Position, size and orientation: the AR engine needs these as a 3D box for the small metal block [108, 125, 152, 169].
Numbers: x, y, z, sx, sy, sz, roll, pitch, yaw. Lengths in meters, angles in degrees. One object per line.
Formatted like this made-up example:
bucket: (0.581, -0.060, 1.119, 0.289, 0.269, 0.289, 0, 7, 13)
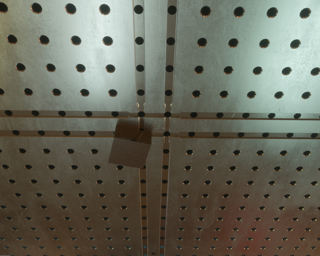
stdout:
small metal block: (-0.042, 0.028, 0.435, 0.050, 0.025, 0.050, 11, 129, -10)
